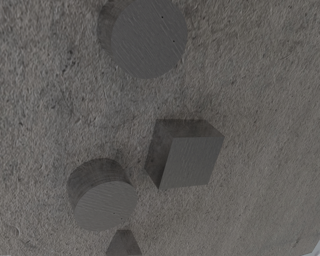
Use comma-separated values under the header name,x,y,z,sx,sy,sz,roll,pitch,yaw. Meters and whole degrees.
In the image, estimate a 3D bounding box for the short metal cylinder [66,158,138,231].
name,x,y,z,sx,sy,sz,roll,pitch,yaw
short metal cylinder,-0.076,0.086,0.403,0.081,0.050,0.079,-14,124,-21

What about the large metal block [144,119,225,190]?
name,x,y,z,sx,sy,sz,roll,pitch,yaw
large metal block,0.032,0.035,0.430,0.081,0.050,0.079,0,119,-29

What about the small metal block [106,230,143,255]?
name,x,y,z,sx,sy,sz,roll,pitch,yaw
small metal block,-0.057,0.195,0.481,0.025,0.050,0.050,14,111,-34

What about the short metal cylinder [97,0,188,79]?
name,x,y,z,sx,sy,sz,roll,pitch,yaw
short metal cylinder,-0.019,-0.097,0.320,0.081,0.050,0.079,-14,124,-21
